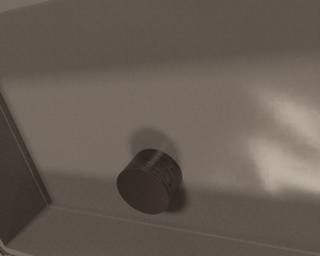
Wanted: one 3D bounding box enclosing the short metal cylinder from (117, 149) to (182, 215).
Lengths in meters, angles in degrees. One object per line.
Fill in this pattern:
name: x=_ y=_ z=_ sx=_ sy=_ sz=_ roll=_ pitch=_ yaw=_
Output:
short metal cylinder: x=-0.014 y=0.077 z=0.446 sx=0.080 sy=0.050 sz=0.079 roll=13 pitch=124 yaw=20
